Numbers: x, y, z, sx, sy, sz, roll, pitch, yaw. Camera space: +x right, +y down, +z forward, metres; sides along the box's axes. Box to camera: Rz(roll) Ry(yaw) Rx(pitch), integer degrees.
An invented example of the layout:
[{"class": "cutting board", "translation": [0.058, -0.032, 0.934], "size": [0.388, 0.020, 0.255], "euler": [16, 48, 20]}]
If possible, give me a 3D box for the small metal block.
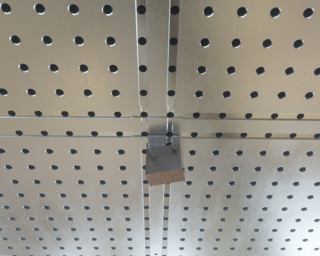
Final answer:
[{"class": "small metal block", "translation": [0.007, 0.051, 0.439], "size": [0.050, 0.050, 0.025], "euler": [-10, 129, 8]}]
